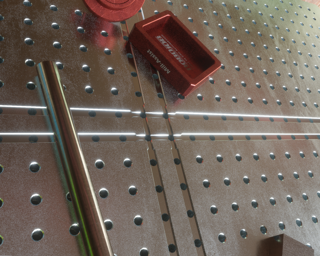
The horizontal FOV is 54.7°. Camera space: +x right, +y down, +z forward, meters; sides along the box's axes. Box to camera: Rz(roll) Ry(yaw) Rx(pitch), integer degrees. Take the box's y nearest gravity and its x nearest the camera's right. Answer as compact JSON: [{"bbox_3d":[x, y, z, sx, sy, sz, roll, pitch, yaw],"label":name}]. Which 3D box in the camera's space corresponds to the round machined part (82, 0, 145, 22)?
[{"bbox_3d":[-0.067,-0.208,0.454,0.099,0.042,0.097,-4,103,-16],"label":"round machined part"}]

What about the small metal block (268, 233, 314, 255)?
[{"bbox_3d":[0.167,0.171,0.393,0.050,0.025,0.050,29,52,-10],"label":"small metal block"}]

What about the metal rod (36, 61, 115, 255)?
[{"bbox_3d":[-0.085,0.056,0.327,0.025,0.025,0.299,-9,66,-32],"label":"metal rod"}]

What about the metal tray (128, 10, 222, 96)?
[{"bbox_3d":[0.025,-0.122,0.492,0.130,0.030,0.091,47,51,4],"label":"metal tray"}]
